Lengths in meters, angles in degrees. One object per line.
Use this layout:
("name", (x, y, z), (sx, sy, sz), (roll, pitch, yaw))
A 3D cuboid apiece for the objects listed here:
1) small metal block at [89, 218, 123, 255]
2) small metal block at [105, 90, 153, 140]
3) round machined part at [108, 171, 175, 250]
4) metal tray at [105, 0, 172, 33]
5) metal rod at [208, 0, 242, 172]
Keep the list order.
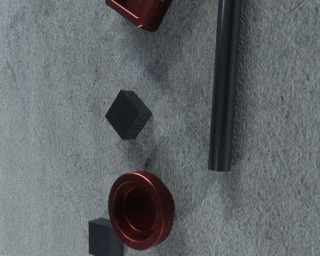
("small metal block", (-0.082, 0.168, 0.470), (0.050, 0.025, 0.050), (-1, 89, 39))
("small metal block", (-0.045, -0.018, 0.440), (0.050, 0.025, 0.050), (50, 119, 28))
("round machined part", (-0.020, 0.105, 0.409), (0.098, 0.042, 0.097), (0, 90, 39))
("metal tray", (-0.014, -0.207, 0.411), (0.090, 0.030, 0.129), (44, 116, 31))
("metal rod", (0.075, -0.102, 0.341), (0.025, 0.025, 0.298), (5, 93, 39))
